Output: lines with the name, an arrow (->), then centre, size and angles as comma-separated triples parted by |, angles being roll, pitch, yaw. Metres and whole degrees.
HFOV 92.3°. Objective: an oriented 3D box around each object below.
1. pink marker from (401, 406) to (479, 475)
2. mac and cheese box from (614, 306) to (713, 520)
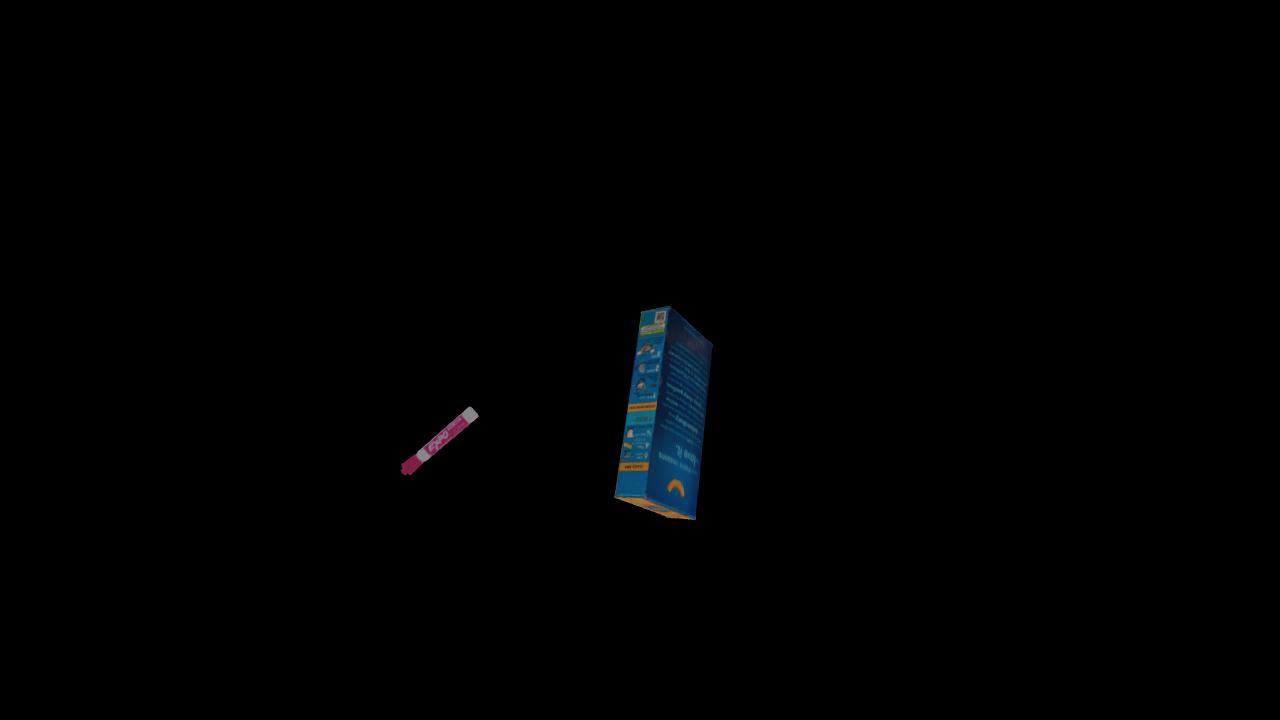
pink marker -> -0.266, 0.108, 0.813 | 0.121, 0.020, 0.020 | -41, 6, -7
mac and cheese box -> 0.027, 0.051, 0.593 | 0.041, 0.184, 0.093 | -7, -27, 33
